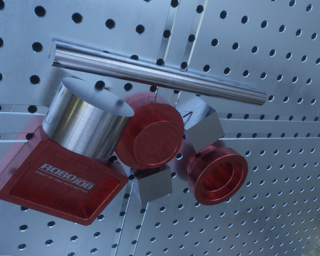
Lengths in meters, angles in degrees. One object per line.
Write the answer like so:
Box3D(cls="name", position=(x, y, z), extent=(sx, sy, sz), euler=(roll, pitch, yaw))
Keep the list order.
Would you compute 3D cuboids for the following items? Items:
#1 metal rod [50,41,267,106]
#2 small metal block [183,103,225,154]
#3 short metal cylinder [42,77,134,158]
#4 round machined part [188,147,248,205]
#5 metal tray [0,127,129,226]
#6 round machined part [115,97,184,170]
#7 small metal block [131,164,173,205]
Box3D(cls="metal rod", position=(0.022, -0.060, 0.385), extent=(0.302, 0.025, 0.025), euler=(6, 115, -31))
Box3D(cls="small metal block", position=(0.060, 0.001, 0.445), extent=(0.050, 0.025, 0.050), euler=(-33, 129, -7))
Box3D(cls="short metal cylinder", position=(-0.075, -0.012, 0.327), extent=(0.080, 0.080, 0.050), euler=(19, 108, -36))
Box3D(cls="round machined part", position=(0.087, 0.071, 0.492), extent=(0.099, 0.042, 0.097), euler=(-14, 124, -21))
Box3D(cls="metal tray", position=(-0.115, 0.065, 0.384), extent=(0.090, 0.030, 0.130), euler=(-49, 129, 7))
Box3D(cls="round machined part", position=(-0.011, 0.013, 0.401), extent=(0.099, 0.042, 0.097), euler=(-13, 121, -22))
Box3D(cls="small metal block", position=(-0.011, 0.078, 0.454), extent=(0.050, 0.025, 0.050), euler=(-18, 126, -18))
